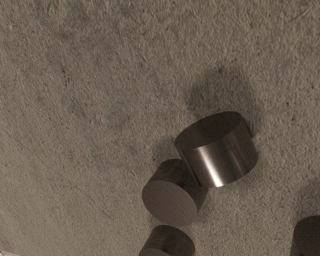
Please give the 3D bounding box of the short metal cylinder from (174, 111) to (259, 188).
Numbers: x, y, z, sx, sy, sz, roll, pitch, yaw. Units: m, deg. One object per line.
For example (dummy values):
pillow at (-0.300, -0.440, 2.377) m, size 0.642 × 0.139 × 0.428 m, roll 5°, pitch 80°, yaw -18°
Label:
short metal cylinder at (0.063, 0.022, 0.351) m, size 0.080 × 0.080 × 0.050 m, roll -15°, pitch 110°, yaw 34°

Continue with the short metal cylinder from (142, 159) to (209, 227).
short metal cylinder at (0.022, 0.090, 0.434) m, size 0.080 × 0.050 × 0.079 m, roll 13°, pitch 124°, yaw 20°

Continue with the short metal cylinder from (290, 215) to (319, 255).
short metal cylinder at (0.196, 0.150, 0.361) m, size 0.080 × 0.080 × 0.050 m, roll 8°, pitch 122°, yaw 23°

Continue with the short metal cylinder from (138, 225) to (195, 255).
short metal cylinder at (0.012, 0.209, 0.512) m, size 0.080 × 0.050 × 0.079 m, roll 13°, pitch 124°, yaw 20°
